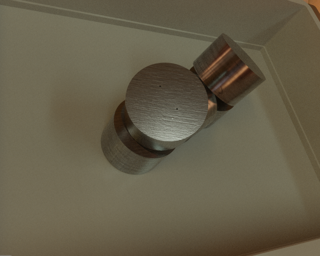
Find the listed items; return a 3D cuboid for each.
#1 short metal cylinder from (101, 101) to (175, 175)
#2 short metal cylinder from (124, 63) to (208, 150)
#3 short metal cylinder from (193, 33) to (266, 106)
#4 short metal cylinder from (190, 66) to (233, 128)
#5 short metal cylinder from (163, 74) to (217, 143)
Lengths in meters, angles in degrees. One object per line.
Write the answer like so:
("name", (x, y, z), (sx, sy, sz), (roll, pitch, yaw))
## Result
("short metal cylinder", (-0.024, 0.009, 0.370), (0.081, 0.050, 0.080), (14, 56, -21))
("short metal cylinder", (0.004, -0.020, 0.321), (0.081, 0.050, 0.080), (2, 75, -8))
("short metal cylinder", (0.089, -0.075, 0.400), (0.080, 0.050, 0.080), (35, 29, -23))
("short metal cylinder", (0.063, -0.046, 0.451), (0.081, 0.050, 0.080), (14, 56, -21))
("short metal cylinder", (0.026, -0.026, 0.400), (0.050, 0.080, 0.080), (-34, 81, -38))
